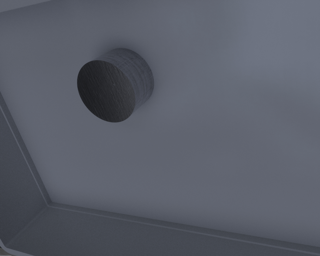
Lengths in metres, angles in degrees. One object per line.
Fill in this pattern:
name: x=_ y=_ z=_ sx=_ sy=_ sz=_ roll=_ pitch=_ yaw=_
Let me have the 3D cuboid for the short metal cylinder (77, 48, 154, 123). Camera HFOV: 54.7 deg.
short metal cylinder: x=-0.055 y=-0.054 z=0.387 sx=0.080 sy=0.050 sz=0.079 roll=13 pitch=124 yaw=20
